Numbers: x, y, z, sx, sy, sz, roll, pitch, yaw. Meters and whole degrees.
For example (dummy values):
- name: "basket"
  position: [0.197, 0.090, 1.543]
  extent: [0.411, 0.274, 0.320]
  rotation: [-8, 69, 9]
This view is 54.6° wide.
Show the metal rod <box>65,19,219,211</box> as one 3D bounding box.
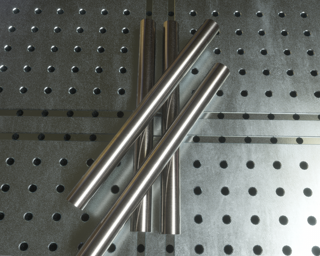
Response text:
- name: "metal rod"
  position: [-0.012, -0.029, 0.396]
  extent: [0.025, 0.025, 0.300]
  rotation: [33, 73, 11]

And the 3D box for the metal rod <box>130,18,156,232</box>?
- name: "metal rod"
  position: [-0.021, -0.017, 0.419]
  extent: [0.025, 0.025, 0.299]
  rotation: [1, 70, 0]

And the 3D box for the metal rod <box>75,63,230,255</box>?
- name: "metal rod"
  position: [-0.003, 0.037, 0.371]
  extent: [0.025, 0.025, 0.300]
  rotation: [33, 73, 11]

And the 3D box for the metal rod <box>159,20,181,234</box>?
- name: "metal rod"
  position: [0.014, -0.015, 0.418]
  extent: [0.025, 0.025, 0.299]
  rotation: [1, 70, 0]
